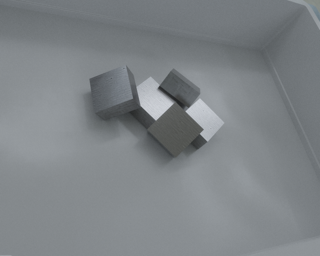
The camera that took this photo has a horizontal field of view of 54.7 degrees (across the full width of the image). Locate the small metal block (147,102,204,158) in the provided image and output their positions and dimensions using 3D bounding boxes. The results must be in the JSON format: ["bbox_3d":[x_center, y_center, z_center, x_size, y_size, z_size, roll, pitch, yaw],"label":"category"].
[{"bbox_3d":[0.019,0.003,0.398,0.050,0.025,0.050,45,82,3],"label":"small metal block"}]

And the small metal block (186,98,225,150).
[{"bbox_3d":[0.055,-0.006,0.439,0.050,0.025,0.050,46,51,3],"label":"small metal block"}]

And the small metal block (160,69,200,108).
[{"bbox_3d":[0.030,-0.058,0.442,0.050,0.025,0.050,37,16,-4],"label":"small metal block"}]

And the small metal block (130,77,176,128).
[{"bbox_3d":[-0.014,-0.034,0.418,0.050,0.025,0.050,44,51,2],"label":"small metal block"}]

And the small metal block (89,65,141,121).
[{"bbox_3d":[-0.056,-0.043,0.384,0.050,0.025,0.050,-19,64,11],"label":"small metal block"}]
